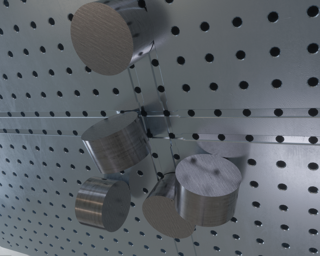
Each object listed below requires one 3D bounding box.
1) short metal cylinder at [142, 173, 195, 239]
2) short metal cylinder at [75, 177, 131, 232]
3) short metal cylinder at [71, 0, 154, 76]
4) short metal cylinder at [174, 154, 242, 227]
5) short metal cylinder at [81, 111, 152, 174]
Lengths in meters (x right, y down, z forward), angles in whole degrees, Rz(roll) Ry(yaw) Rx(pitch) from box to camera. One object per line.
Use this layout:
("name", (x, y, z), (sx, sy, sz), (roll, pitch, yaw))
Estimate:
("short metal cylinder", (0.021, 0.113, 0.452), (0.080, 0.050, 0.079), (14, 126, 21))
("short metal cylinder", (-0.090, 0.121, 0.498), (0.050, 0.080, 0.079), (4, 120, 26))
("short metal cylinder", (-0.054, -0.107, 0.357), (0.080, 0.050, 0.079), (13, 124, 21))
("short metal cylinder", (0.059, 0.077, 0.392), (0.080, 0.080, 0.050), (14, 124, 20))
("short metal cylinder", (-0.058, 0.018, 0.417), (0.080, 0.080, 0.050), (-9, 114, 32))
